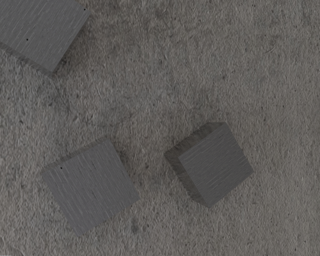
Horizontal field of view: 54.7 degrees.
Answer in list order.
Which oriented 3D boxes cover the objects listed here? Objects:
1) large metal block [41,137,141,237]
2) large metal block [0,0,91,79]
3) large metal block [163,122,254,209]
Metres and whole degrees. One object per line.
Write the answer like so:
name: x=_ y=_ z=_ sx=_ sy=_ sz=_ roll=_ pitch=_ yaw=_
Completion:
large metal block: x=-0.082 y=0.065 z=0.366 sx=0.080 sy=0.050 sz=0.080 roll=-29 pitch=100 yaw=-18
large metal block: x=-0.136 y=-0.113 z=0.345 sx=0.080 sy=0.050 sz=0.080 roll=32 pitch=80 yaw=-17
large metal block: x=0.066 y=0.047 z=0.420 sx=0.080 sy=0.050 sz=0.080 roll=-35 pitch=101 yaw=-17
